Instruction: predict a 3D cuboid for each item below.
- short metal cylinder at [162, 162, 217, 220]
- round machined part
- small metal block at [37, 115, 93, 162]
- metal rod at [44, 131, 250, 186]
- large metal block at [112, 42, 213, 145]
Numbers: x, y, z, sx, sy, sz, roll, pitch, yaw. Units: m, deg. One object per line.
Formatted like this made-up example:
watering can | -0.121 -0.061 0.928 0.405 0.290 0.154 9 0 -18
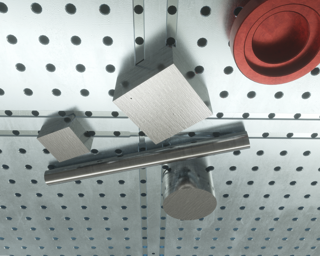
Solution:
short metal cylinder | 0.044 0.099 0.480 0.081 0.050 0.079 -1 130 0
round machined part | 0.121 -0.097 0.320 0.099 0.042 0.097 -1 130 0
small metal block | -0.128 0.015 0.423 0.050 0.025 0.050 -19 128 15
metal rod | -0.024 0.046 0.450 0.301 0.025 0.025 -12 129 9
large metal block | 0.004 -0.038 0.363 0.080 0.050 0.080 -29 125 22
